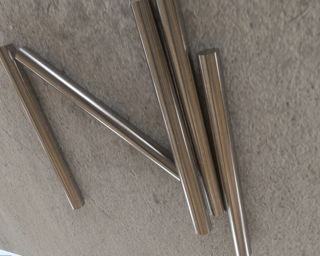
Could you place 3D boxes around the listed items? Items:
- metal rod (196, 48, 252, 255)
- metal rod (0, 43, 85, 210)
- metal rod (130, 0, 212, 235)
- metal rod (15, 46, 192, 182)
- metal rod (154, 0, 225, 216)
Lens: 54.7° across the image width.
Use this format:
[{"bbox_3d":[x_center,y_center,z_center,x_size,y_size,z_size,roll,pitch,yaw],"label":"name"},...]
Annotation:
[{"bbox_3d":[0.086,0.050,0.391,0.025,0.025,0.298,-1,118,28],"label":"metal rod"},{"bbox_3d":[-0.189,0.011,0.510,0.025,0.025,0.298,-2,118,29],"label":"metal rod"},{"bbox_3d":[0.019,0.001,0.377,0.025,0.025,0.298,-6,110,30],"label":"metal rod"},{"bbox_3d":[-0.076,-0.018,0.433,0.301,0.025,0.025,36,129,3],"label":"metal rod"},{"bbox_3d":[0.042,-0.016,0.373,0.025,0.025,0.298,-2,118,29],"label":"metal rod"}]
